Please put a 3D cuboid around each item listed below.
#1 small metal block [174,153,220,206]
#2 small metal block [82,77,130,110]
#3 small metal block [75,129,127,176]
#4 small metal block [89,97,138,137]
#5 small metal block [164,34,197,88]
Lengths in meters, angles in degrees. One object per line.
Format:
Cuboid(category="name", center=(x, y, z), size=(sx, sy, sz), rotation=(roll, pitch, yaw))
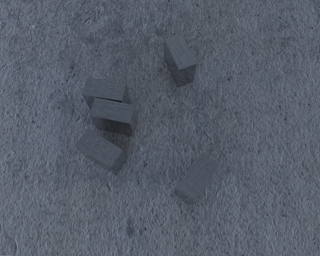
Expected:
Cuboid(category="small metal block", center=(0.043, 0.063, 0.372), size=(0.025, 0.050, 0.050), rotation=(36, 74, 12))
Cuboid(category="small metal block", center=(-0.069, -0.040, 0.409), size=(0.050, 0.050, 0.025), rotation=(9, 71, 3))
Cuboid(category="small metal block", center=(-0.071, 0.031, 0.383), size=(0.050, 0.050, 0.025), rotation=(30, 73, 10))
Cuboid(category="small metal block", center=(-0.058, -0.013, 0.399), size=(0.050, 0.050, 0.025), rotation=(11, 71, 4))
Cuboid(category="small metal block", center=(0.027, -0.092, 0.428), size=(0.025, 0.050, 0.050), rotation=(-21, 72, -7))
